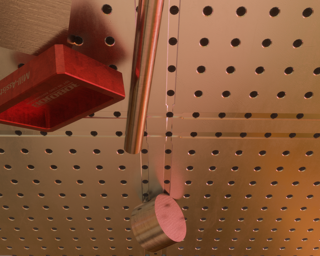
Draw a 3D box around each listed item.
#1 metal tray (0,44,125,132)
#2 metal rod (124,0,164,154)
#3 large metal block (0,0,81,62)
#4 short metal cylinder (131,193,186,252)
[{"bbox_3d":[-0.115,-0.035,0.335,0.130,0.030,0.090,-20,159,29],"label":"metal tray"},{"bbox_3d":[-0.016,-0.084,0.339,0.025,0.025,0.298,6,130,-6],"label":"metal rod"},{"bbox_3d":[-0.122,-0.118,0.293,0.081,0.050,0.079,13,129,-11],"label":"large metal block"},{"bbox_3d":[-0.001,0.155,0.507,0.050,0.080,0.080,-33,123,25],"label":"short metal cylinder"}]
